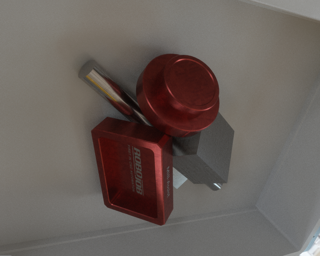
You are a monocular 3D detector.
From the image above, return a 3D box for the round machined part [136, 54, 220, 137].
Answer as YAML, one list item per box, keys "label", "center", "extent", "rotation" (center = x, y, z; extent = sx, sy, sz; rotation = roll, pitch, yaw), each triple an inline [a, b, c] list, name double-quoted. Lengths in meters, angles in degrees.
- label: "round machined part"
  center: [0.027, -0.042, 0.347]
  extent: [0.099, 0.098, 0.042]
  rotation: [-2, 160, -28]

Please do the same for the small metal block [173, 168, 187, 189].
- label: "small metal block"
  center: [0.008, 0.050, 0.427]
  extent: [0.025, 0.050, 0.050]
  rotation: [-44, 130, 2]

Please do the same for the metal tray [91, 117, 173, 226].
- label: "metal tray"
  center: [-0.031, 0.056, 0.385]
  extent: [0.030, 0.090, 0.129]
  rotation: [-51, 146, -50]

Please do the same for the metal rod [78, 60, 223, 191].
- label: "metal rod"
  center: [0.008, 0.016, 0.422]
  extent: [0.025, 0.025, 0.300]
  rotation: [-45, 130, 3]

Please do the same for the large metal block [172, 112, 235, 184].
- label: "large metal block"
  center: [0.054, 0.020, 0.409]
  extent: [0.080, 0.050, 0.080]
  rotation: [43, 51, -39]
